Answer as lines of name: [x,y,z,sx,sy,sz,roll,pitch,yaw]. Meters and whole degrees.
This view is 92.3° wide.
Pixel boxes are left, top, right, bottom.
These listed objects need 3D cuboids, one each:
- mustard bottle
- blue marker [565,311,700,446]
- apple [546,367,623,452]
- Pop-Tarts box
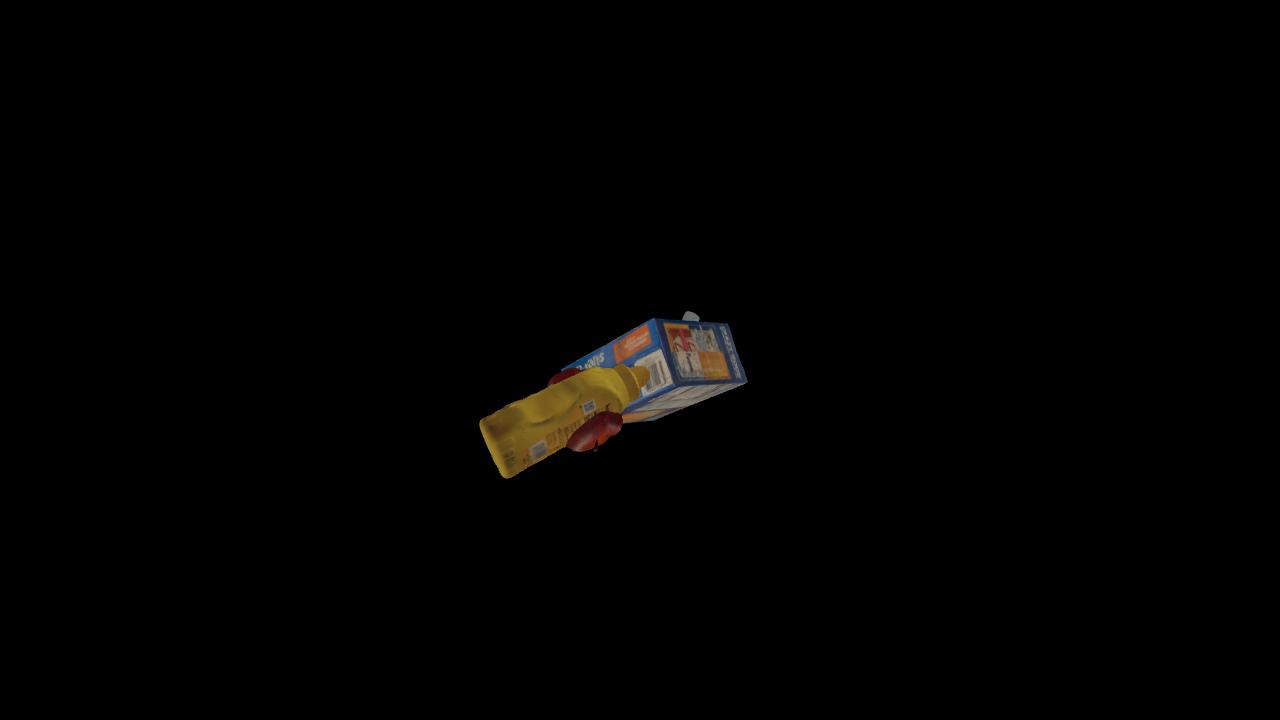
mustard bottle: [-0.068,0.052,0.634,0.184,0.054,0.092,-27,-35,-19]
blue marker: [0.039,-0.002,0.744,0.020,0.121,0.020,20,25,-9]
apple: [-0.063,0.054,0.654,0.079,0.093,0.079,-25,-18,-9]
Pop-Tarts box: [0.016,0.019,0.746,0.141,0.083,0.167,0,-20,-46]
